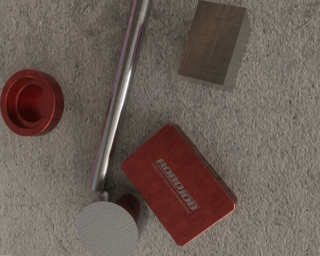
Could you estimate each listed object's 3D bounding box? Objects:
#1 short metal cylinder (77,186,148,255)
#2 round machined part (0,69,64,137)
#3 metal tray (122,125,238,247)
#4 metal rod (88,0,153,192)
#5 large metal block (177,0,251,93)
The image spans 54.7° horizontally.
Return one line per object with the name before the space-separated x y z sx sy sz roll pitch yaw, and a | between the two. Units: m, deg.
short metal cylinder | -0.060 0.123 0.407 0.080 0.050 0.079 2 101 12
round machined part | -0.184 -0.036 0.463 0.098 0.042 0.097 0 90 19
metal tray | 0.023 0.071 0.397 0.090 0.030 0.130 -41 77 15
metal rod | -0.052 -0.058 0.426 0.025 0.025 0.298 16 95 19
large metal block | 0.066 -0.089 0.356 0.050 0.080 0.080 18 96 19
